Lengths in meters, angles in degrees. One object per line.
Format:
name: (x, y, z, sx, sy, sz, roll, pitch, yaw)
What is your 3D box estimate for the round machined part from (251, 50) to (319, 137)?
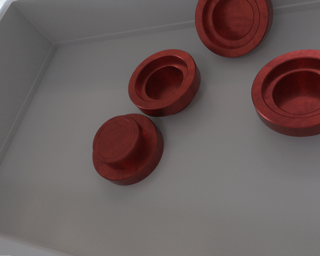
round machined part: (0.153, -0.033, 0.335, 0.098, 0.042, 0.098, -13, 56, 21)

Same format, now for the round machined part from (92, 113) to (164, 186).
round machined part: (-0.048, 0.022, 0.407, 0.098, 0.042, 0.098, -13, 56, 21)

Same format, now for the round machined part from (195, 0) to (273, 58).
round machined part: (0.100, -0.146, 0.409, 0.098, 0.097, 0.042, 9, 28, 32)

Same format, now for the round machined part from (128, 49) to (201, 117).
round machined part: (0.010, -0.057, 0.425, 0.098, 0.042, 0.098, -13, 56, 21)
